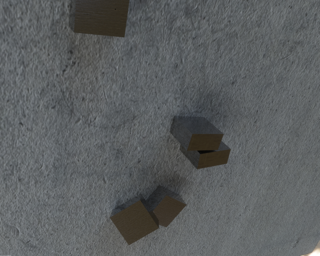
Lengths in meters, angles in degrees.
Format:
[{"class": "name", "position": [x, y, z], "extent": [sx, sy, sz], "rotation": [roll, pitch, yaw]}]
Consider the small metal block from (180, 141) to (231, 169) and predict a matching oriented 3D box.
[{"class": "small metal block", "position": [0.064, 0.031, 0.445], "extent": [0.050, 0.050, 0.025], "rotation": [-7, 121, -25]}]

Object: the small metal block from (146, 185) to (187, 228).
[{"class": "small metal block", "position": [0.005, 0.123, 0.486], "extent": [0.050, 0.025, 0.050], "rotation": [34, 99, -39]}]

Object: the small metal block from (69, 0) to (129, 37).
[{"class": "small metal block", "position": [-0.059, -0.119, 0.301], "extent": [0.050, 0.025, 0.050], "rotation": [-3, 120, -27]}]

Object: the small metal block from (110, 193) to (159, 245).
[{"class": "small metal block", "position": [-0.036, 0.132, 0.449], "extent": [0.050, 0.025, 0.050], "rotation": [-31, 99, 4]}]

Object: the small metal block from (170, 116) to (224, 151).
[{"class": "small metal block", "position": [0.049, 0.007, 0.421], "extent": [0.050, 0.050, 0.025], "rotation": [1, 118, -29]}]
